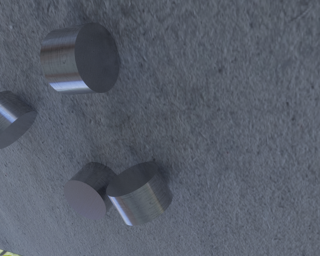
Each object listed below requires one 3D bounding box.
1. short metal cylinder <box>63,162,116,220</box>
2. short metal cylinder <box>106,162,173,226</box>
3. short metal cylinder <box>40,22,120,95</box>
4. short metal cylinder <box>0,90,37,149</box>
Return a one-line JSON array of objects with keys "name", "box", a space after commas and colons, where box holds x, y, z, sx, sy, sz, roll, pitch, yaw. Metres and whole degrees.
[{"name": "short metal cylinder", "box": [-0.110, 0.103, 0.510, 0.080, 0.050, 0.079, 13, 124, 20]}, {"name": "short metal cylinder", "box": [-0.029, 0.092, 0.442, 0.080, 0.080, 0.050, -14, 111, 33]}, {"name": "short metal cylinder", "box": [-0.092, -0.080, 0.368, 0.050, 0.080, 0.080, 0, 119, 28]}, {"name": "short metal cylinder", "box": [-0.245, -0.013, 0.490, 0.050, 0.080, 0.080, 41, 129, 0]}]
